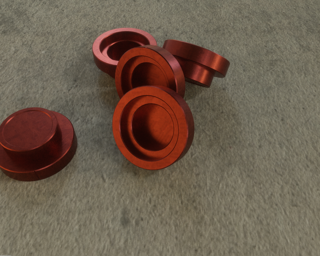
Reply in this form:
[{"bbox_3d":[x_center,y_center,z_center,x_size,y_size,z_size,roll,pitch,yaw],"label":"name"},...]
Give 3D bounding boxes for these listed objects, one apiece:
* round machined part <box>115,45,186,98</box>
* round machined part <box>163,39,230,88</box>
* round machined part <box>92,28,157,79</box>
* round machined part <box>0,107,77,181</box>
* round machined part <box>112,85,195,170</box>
[{"bbox_3d":[-0.009,-0.061,0.412,0.098,0.097,0.042,30,34,22],"label":"round machined part"},{"bbox_3d":[0.046,-0.088,0.444,0.098,0.098,0.042,22,96,17],"label":"round machined part"},{"bbox_3d":[-0.054,-0.112,0.485,0.099,0.042,0.098,0,50,0],"label":"round machined part"},{"bbox_3d":[-0.155,0.013,0.380,0.099,0.042,0.098,0,50,0],"label":"round machined part"},{"bbox_3d":[-0.005,-0.002,0.370,0.098,0.097,0.042,27,19,20],"label":"round machined part"}]
